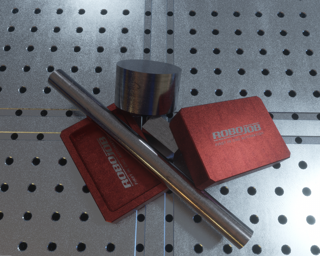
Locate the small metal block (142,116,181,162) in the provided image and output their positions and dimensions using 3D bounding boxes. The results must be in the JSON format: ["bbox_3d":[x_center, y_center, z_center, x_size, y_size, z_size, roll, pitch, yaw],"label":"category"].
[{"bbox_3d":[0.006,0.013,0.389,0.050,0.050,0.025,39,75,13],"label":"small metal block"}]

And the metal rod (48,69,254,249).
[{"bbox_3d":[-0.021,0.028,0.366,0.300,0.025,0.025,39,75,12],"label":"metal rod"}]

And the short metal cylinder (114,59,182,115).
[{"bbox_3d":[-0.016,-0.054,0.391,0.080,0.080,0.050,8,112,3],"label":"short metal cylinder"}]

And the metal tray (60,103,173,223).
[{"bbox_3d":[-0.055,0.040,0.389,0.090,0.030,0.130,-30,73,-11],"label":"metal tray"}]

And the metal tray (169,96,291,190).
[{"bbox_3d":[0.086,0.013,0.374,0.131,0.030,0.090,-11,68,-30],"label":"metal tray"}]
